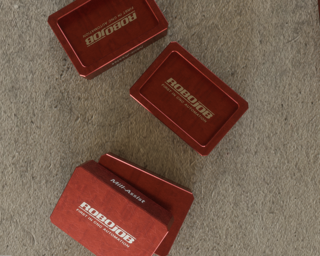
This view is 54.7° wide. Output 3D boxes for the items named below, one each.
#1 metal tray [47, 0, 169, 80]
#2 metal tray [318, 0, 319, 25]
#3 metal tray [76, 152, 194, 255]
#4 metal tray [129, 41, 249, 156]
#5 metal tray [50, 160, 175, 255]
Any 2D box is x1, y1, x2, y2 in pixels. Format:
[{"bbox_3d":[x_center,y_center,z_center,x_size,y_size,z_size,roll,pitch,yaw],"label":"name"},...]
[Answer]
[{"bbox_3d":[-0.066,-0.134,0.406,0.130,0.030,0.090,-31,90,0],"label":"metal tray"},{"bbox_3d":[0.265,-0.125,0.409,0.091,0.030,0.129,-5,90,0],"label":"metal tray"},{"bbox_3d":[-0.032,0.098,0.407,0.131,0.030,0.090,25,90,0],"label":"metal tray"},{"bbox_3d":[0.037,-0.037,0.407,0.130,0.030,0.090,41,90,0],"label":"metal tray"},{"bbox_3d":[-0.060,0.111,0.380,0.130,0.030,0.090,33,107,8],"label":"metal tray"}]
